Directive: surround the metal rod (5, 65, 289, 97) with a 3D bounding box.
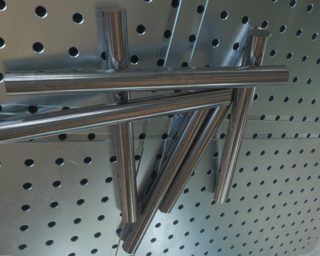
[{"bbox_3d":[0.000,-0.052,0.334,0.302,0.025,0.025,-4,121,-14],"label":"metal rod"}]

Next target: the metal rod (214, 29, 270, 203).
[{"bbox_3d":[0.110,0.006,0.450,0.025,0.025,0.298,-15,132,-20],"label":"metal rod"}]

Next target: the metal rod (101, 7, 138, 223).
[{"bbox_3d":[-0.046,0.008,0.390,0.025,0.025,0.298,-14,124,-21],"label":"metal rod"}]

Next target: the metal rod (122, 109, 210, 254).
[{"bbox_3d":[0.011,0.067,0.457,0.025,0.025,0.298,13,112,-34],"label":"metal rod"}]

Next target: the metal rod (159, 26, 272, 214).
[{"bbox_3d":[0.070,0.000,0.448,0.025,0.025,0.298,15,111,-34],"label":"metal rod"}]

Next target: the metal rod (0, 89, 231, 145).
[{"bbox_3d":[-0.065,-0.013,0.338,0.302,0.025,0.025,-10,123,-13],"label":"metal rod"}]
